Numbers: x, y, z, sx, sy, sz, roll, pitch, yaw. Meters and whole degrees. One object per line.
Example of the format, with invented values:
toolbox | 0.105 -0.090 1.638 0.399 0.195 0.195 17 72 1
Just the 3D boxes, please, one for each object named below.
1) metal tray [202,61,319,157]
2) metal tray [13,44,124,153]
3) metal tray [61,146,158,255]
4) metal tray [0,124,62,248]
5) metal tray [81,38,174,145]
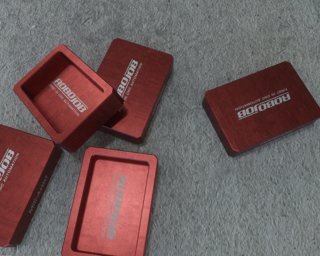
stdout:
metal tray | 0.134 -0.027 0.416 0.131 0.030 0.090 -22 72 -8
metal tray | -0.118 -0.042 0.392 0.090 0.030 0.130 -45 58 -6
metal tray | -0.055 0.092 0.370 0.091 0.030 0.130 8 70 2
metal tray | -0.190 0.067 0.379 0.090 0.030 0.130 17 71 6
metal tray | -0.044 -0.053 0.424 0.090 0.030 0.130 19 71 7
